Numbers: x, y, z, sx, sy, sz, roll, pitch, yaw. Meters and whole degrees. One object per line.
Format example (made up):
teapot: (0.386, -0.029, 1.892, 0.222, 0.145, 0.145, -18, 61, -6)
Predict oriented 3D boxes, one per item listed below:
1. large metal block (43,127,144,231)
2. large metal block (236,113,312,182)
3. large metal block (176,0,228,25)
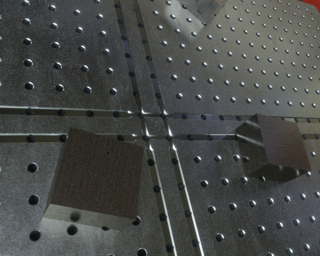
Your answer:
large metal block: (-0.067, 0.055, 0.323, 0.081, 0.050, 0.080, 17, 55, -19)
large metal block: (0.168, 0.032, 0.466, 0.081, 0.050, 0.080, 11, 57, -23)
large metal block: (0.086, -0.260, 0.599, 0.080, 0.050, 0.080, 41, 51, -1)
